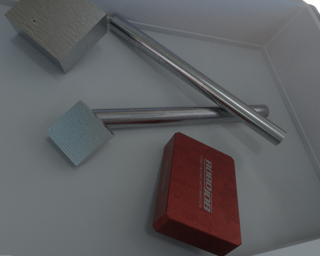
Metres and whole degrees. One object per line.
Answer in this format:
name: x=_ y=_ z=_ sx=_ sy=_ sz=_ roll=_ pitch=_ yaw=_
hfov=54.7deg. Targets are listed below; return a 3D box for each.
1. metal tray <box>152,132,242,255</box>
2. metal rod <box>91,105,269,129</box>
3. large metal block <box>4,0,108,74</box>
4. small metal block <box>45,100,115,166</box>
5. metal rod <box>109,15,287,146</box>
metal tray: x=0.046 y=0.072 z=0.365 sx=0.090 sy=0.030 sz=0.130 roll=26 pitch=39 yaw=-13
metal rod: x=0.042 y=-0.018 z=0.441 sx=0.303 sy=0.025 sz=0.025 roll=-4 pitch=64 yaw=-30
large metal block: x=-0.123 y=-0.128 z=0.382 sx=0.080 sy=0.050 sz=0.080 roll=41 pitch=78 yaw=-1
small metal block: x=-0.087 y=0.006 z=0.340 sx=0.050 sy=0.025 sz=0.050 roll=-43 pitch=86 yaw=-3
metal rod: x=0.052 y=-0.072 z=0.456 sx=0.301 sy=0.025 sz=0.025 roll=36 pitch=51 yaw=5
